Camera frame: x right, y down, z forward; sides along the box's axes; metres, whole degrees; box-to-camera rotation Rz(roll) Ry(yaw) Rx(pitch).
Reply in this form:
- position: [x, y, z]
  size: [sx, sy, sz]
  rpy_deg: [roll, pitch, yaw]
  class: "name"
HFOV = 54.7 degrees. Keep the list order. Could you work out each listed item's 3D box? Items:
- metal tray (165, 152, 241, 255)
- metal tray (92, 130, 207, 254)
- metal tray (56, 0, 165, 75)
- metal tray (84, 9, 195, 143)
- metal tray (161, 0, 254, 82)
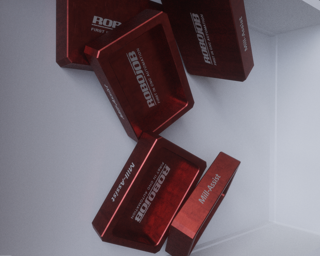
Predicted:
- position: [0.058, 0.103, 0.411]
  size: [0.131, 0.030, 0.089]
  rpy_deg: [-47, 156, -36]
  class: "metal tray"
- position: [-0.010, 0.078, 0.371]
  size: [0.090, 0.030, 0.130]
  rpy_deg: [31, 87, -36]
  class: "metal tray"
- position: [-0.051, -0.110, 0.360]
  size: [0.131, 0.030, 0.089]
  rpy_deg: [0, 90, -40]
  class: "metal tray"
- position: [-0.016, -0.054, 0.353]
  size: [0.090, 0.030, 0.130]
  rpy_deg: [-39, 131, -19]
  class: "metal tray"
- position: [0.063, -0.120, 0.391]
  size: [0.030, 0.090, 0.130]
  rpy_deg: [-57, 142, -25]
  class: "metal tray"
